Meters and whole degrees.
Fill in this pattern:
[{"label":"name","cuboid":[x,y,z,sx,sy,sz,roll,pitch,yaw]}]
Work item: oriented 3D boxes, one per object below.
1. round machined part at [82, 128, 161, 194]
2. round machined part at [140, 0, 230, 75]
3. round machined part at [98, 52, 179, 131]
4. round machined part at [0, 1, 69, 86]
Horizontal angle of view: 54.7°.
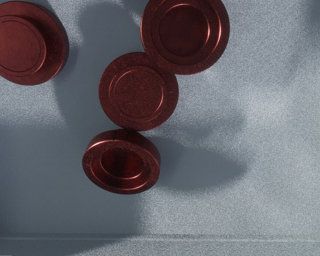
[{"label":"round machined part","cuboid":[-0.048,0.039,0.406,0.099,0.042,0.097,3,128,4]},{"label":"round machined part","cuboid":[0.026,-0.111,0.356,0.099,0.042,0.097,-1,102,-6]},{"label":"round machined part","cuboid":[-0.026,-0.043,0.378,0.099,0.042,0.097,-1,101,-3]},{"label":"round machined part","cuboid":[-0.162,-0.098,0.365,0.099,0.042,0.097,0,110,0]}]
